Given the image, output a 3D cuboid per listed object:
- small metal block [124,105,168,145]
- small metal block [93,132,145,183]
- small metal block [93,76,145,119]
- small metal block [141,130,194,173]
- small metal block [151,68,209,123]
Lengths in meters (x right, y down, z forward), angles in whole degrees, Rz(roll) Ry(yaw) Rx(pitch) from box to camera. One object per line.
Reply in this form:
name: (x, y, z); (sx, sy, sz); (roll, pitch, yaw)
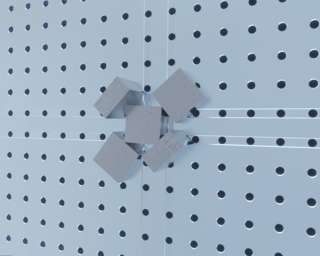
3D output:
small metal block: (-0.018, -0.004, 0.419); (0.050, 0.025, 0.050); (4, 90, 21)
small metal block: (-0.056, 0.040, 0.433); (0.050, 0.025, 0.050); (40, 102, 15)
small metal block: (-0.054, -0.039, 0.418); (0.025, 0.050, 0.050); (45, 105, 14)
small metal block: (0.011, 0.028, 0.396); (0.050, 0.050, 0.025); (-44, 76, 15)
small metal block: (0.026, -0.041, 0.403); (0.050, 0.025, 0.050); (-42, 77, 15)
